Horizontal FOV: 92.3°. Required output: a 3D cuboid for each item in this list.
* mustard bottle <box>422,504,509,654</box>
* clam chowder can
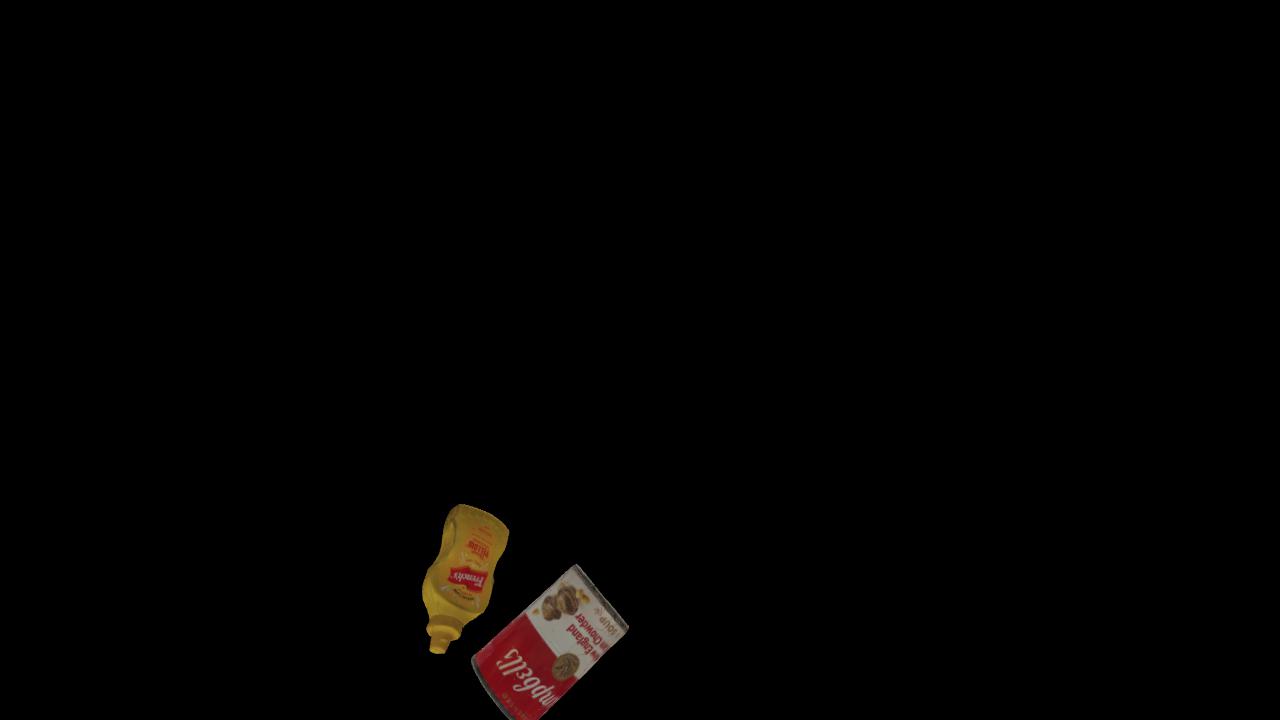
[{"bbox_3d":[-0.231,0.285,0.793,0.054,0.184,0.092,-30,-58,29],"label":"mustard bottle"},{"bbox_3d":[-0.067,0.216,0.470,0.102,0.068,0.068,-40,14,-17],"label":"clam chowder can"}]
